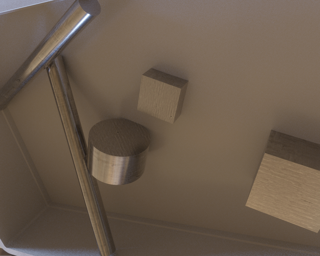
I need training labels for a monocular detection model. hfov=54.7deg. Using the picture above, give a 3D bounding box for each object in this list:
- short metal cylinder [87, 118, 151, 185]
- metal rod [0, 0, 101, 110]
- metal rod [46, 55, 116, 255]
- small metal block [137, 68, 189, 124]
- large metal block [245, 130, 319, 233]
[{"bbox_3d":[-0.056,0.030,0.420,0.080,0.080,0.050,23,127,14],"label":"short metal cylinder"},{"bbox_3d":[-0.169,-0.082,0.414,0.299,0.025,0.025,-23,107,44],"label":"metal rod"},{"bbox_3d":[-0.114,0.045,0.448,0.025,0.025,0.298,-8,101,31],"label":"metal rod"},{"bbox_3d":[0.003,-0.040,0.382,0.050,0.025,0.050,22,127,14],"label":"small metal block"},{"bbox_3d":[0.151,0.059,0.349,0.080,0.050,0.079,19,126,17],"label":"large metal block"}]
